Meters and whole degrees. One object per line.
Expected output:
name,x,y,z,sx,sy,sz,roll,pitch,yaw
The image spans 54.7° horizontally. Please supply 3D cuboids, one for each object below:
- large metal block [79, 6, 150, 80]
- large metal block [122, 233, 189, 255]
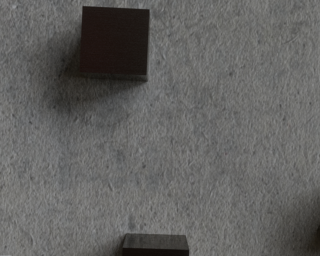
large metal block,-0.055,-0.105,0.397,0.081,0.050,0.079,3,90,-1
large metal block,-0.006,0.185,0.398,0.081,0.050,0.079,2,90,-1
